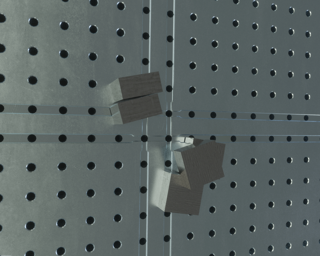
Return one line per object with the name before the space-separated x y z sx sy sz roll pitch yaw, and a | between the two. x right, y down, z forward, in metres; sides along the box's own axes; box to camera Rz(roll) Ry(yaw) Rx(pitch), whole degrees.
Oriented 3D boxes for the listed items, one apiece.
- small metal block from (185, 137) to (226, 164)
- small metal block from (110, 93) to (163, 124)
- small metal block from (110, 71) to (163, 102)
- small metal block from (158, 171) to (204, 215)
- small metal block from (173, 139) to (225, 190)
small metal block | 0.060 0.042 0.434 0.050 0.025 0.050 11 86 -20
small metal block | -0.031 -0.023 0.388 0.050 0.050 0.025 -16 96 -19
small metal block | -0.031 -0.051 0.388 0.050 0.050 0.025 -13 95 -20
small metal block | 0.029 0.089 0.423 0.050 0.025 0.050 12 86 -20
small metal block | 0.051 0.046 0.405 0.050 0.025 0.050 -17 96 -19
